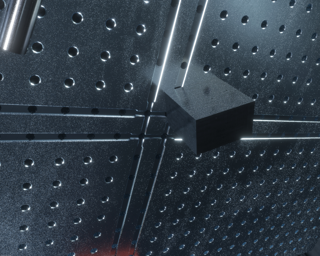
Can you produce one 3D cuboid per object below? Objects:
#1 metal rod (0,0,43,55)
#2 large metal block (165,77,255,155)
[{"bbox_3d":[-0.076,-0.202,0.244,0.025,0.025,0.298,14,111,-34],"label":"metal rod"},{"bbox_3d":[0.061,-0.019,0.397,0.081,0.080,0.050,-18,126,-18],"label":"large metal block"}]
